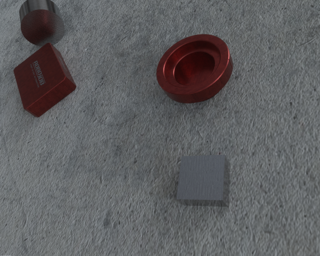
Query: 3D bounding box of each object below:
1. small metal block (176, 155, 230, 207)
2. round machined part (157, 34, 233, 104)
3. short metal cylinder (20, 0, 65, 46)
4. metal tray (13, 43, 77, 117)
[{"bbox_3d":[0.049,0.058,0.342,0.050,0.025,0.050,-5,60,25],"label":"small metal block"},{"bbox_3d":[0.048,-0.073,0.412,0.098,0.042,0.098,-13,56,20],"label":"round machined part"},{"bbox_3d":[-0.236,-0.212,0.619,0.080,0.080,0.050,-31,52,8],"label":"short metal cylinder"},{"bbox_3d":[-0.213,-0.091,0.565,0.090,0.030,0.130,-37,51,3],"label":"metal tray"}]
